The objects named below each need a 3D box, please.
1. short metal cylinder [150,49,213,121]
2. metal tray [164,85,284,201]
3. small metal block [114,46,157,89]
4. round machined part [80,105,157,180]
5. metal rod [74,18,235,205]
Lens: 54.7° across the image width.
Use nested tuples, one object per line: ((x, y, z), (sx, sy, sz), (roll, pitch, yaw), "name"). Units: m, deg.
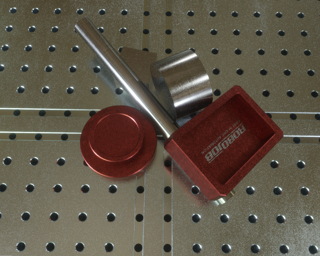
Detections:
((0.027, -0.055, 0.403), (0.050, 0.080, 0.080), (-24, 72, -9), "short metal cylinder")
((0.081, 0.014, 0.382), (0.131, 0.030, 0.090), (-37, 81, -28), "metal tray")
((-0.034, -0.084, 0.442), (0.050, 0.025, 0.050), (13, 70, 4), "small metal block")
((-0.053, 0.015, 0.396), (0.099, 0.042, 0.098), (0, 70, -1), "round machined part")
((-0.011, -0.027, 0.404), (0.025, 0.025, 0.300), (-38, 83, -13), "metal rod")
